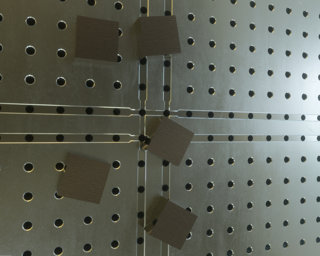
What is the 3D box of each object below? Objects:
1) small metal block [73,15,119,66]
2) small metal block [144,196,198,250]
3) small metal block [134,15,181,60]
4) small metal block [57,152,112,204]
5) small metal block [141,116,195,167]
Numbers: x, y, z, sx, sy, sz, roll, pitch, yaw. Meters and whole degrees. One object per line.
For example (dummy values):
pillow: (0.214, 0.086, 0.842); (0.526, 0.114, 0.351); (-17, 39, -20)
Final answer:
small metal block: (-0.079, -0.107, 0.384); (0.050, 0.025, 0.050); (3, 89, -21)
small metal block: (0.015, 0.128, 0.420); (0.050, 0.025, 0.050); (33, 79, -18)
small metal block: (-0.003, -0.120, 0.412); (0.050, 0.025, 0.050); (-10, 94, -20)
small metal block: (-0.093, 0.061, 0.379); (0.050, 0.025, 0.050); (18, 84, -20)
small metal block: (0.011, 0.017, 0.418); (0.050, 0.025, 0.050); (30, 80, -18)
